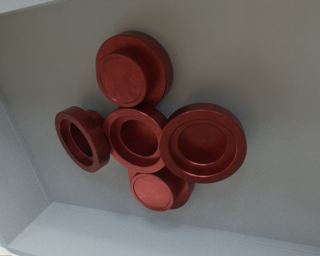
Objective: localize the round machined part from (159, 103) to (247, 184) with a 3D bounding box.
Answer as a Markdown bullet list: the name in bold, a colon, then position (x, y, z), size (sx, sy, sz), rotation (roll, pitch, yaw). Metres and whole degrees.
- **round machined part**: position (0.050, 0.014, 0.367), size (0.098, 0.042, 0.097), rotation (4, 118, 7)

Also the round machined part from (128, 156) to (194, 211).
- **round machined part**: position (-0.004, 0.081, 0.448), size (0.098, 0.042, 0.097), rotation (13, 124, 21)

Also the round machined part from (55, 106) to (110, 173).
- **round machined part**: position (-0.104, 0.012, 0.448), size (0.098, 0.042, 0.097), rotation (28, 135, 32)

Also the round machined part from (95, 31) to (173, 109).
- **round machined part**: position (-0.038, -0.064, 0.376), size (0.098, 0.042, 0.097), rotation (13, 124, 21)

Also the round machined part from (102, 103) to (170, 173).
- **round machined part**: position (-0.024, 0.009, 0.413), size (0.098, 0.042, 0.097), rotation (13, 124, 21)
